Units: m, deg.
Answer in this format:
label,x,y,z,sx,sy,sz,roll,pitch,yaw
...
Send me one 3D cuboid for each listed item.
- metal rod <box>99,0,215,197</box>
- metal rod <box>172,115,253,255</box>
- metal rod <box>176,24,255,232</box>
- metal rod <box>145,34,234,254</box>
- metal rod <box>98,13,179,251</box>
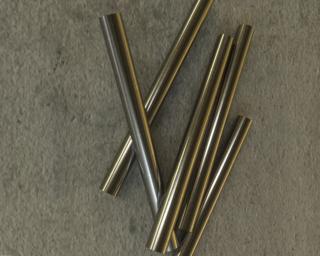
label,x,y,z,sx,sy,sz,roll,pitch,yaw
metal rod,0.001,-0.052,0.410,0.025,0.025,0.299,29,80,-18
metal rod,0.058,0.119,0.432,0.025,0.025,0.299,30,80,-18
metal rod,0.079,-0.007,0.433,0.025,0.025,0.299,22,80,-19
metal rod,0.045,0.008,0.402,0.025,0.025,0.299,26,72,-19
metal rod,-0.020,0.018,0.375,0.025,0.025,0.298,-19,107,-19
